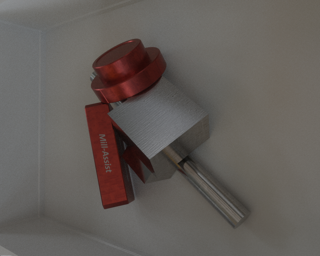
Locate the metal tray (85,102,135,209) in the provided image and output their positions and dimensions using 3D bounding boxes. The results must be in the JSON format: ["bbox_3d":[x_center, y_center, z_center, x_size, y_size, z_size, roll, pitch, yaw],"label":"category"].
[{"bbox_3d":[-0.065,0.038,0.416,0.030,0.090,0.129,-12,80,-2],"label":"metal tray"}]

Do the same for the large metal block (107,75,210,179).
[{"bbox_3d":[0.000,-0.002,0.361,0.080,0.050,0.080,-37,58,-14],"label":"large metal block"}]

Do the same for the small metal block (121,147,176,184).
[{"bbox_3d":[-0.012,0.042,0.396,0.050,0.050,0.025,45,117,30],"label":"small metal block"}]

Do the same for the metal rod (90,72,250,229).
[{"bbox_3d":[-0.005,0.009,0.407,0.300,0.025,0.025,44,116,30],"label":"metal rod"}]

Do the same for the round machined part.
[{"bbox_3d":[-0.045,-0.077,0.390,0.098,0.098,0.042,-2,129,39],"label":"round machined part"}]
